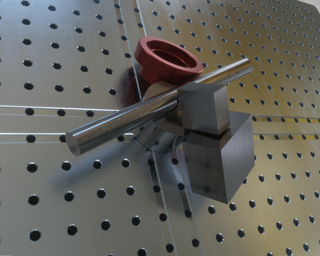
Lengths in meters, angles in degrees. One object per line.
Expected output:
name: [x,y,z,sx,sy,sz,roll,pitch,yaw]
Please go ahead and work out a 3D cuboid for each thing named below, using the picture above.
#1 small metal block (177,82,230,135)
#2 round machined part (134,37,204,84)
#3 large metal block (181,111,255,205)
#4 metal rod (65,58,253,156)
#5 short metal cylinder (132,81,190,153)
small metal block: [0.051,-0.024,0.357,0.025,0.050,0.050,-34,123,-38]
round machined part: [0.009,-0.088,0.442,0.099,0.042,0.098,19,31,-12]
large metal block: [0.076,0.032,0.386,0.080,0.050,0.080,-41,130,-39]
metal rod: [0.025,-0.039,0.382,0.302,0.025,0.025,-27,77,-37]
short metal cylinder: [0.008,-0.014,0.406,0.081,0.050,0.080,14,56,-21]
